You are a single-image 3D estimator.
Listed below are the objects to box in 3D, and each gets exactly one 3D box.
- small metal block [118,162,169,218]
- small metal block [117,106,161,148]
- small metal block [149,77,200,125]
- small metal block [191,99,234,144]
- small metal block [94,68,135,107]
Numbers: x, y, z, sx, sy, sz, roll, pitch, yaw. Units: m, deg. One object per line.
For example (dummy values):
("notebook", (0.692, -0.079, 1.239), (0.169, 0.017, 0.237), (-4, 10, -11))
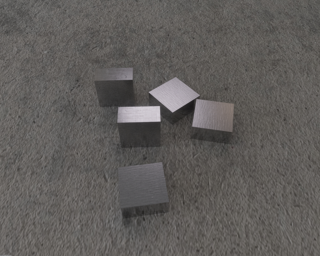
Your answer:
("small metal block", (-0.019, 0.069, 0.345), (0.050, 0.025, 0.050), (-6, 50, -6))
("small metal block", (-0.025, -0.001, 0.387), (0.050, 0.050, 0.025), (-2, 50, -1))
("small metal block", (0.020, -0.039, 0.436), (0.050, 0.025, 0.050), (-33, 57, -25))
("small metal block", (0.070, -0.009, 0.411), (0.050, 0.025, 0.050), (8, 50, 7))
("small metal block", (-0.062, -0.056, 0.434), (0.050, 0.050, 0.025), (-2, 50, -2))
